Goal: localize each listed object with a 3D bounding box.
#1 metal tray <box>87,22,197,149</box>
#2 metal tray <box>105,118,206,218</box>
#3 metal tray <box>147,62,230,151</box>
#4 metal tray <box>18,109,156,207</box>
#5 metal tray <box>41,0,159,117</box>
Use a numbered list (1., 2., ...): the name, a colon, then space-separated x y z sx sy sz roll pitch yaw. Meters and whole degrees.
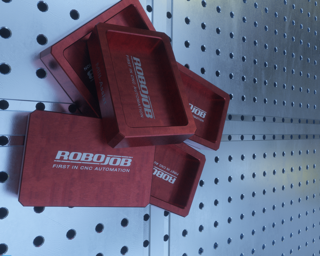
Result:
1. metal tray: -0.020 -0.046 0.332 0.091 0.030 0.130 -2 67 -33
2. metal tray: -0.003 0.053 0.401 0.130 0.030 0.090 32 71 -35
3. metal tray: 0.041 -0.028 0.437 0.131 0.030 0.090 23 76 -38
4. metal tray: -0.072 0.034 0.323 0.131 0.030 0.090 8 86 -26
5. metal tray: -0.055 -0.083 0.357 0.131 0.030 0.090 -47 117 -29
